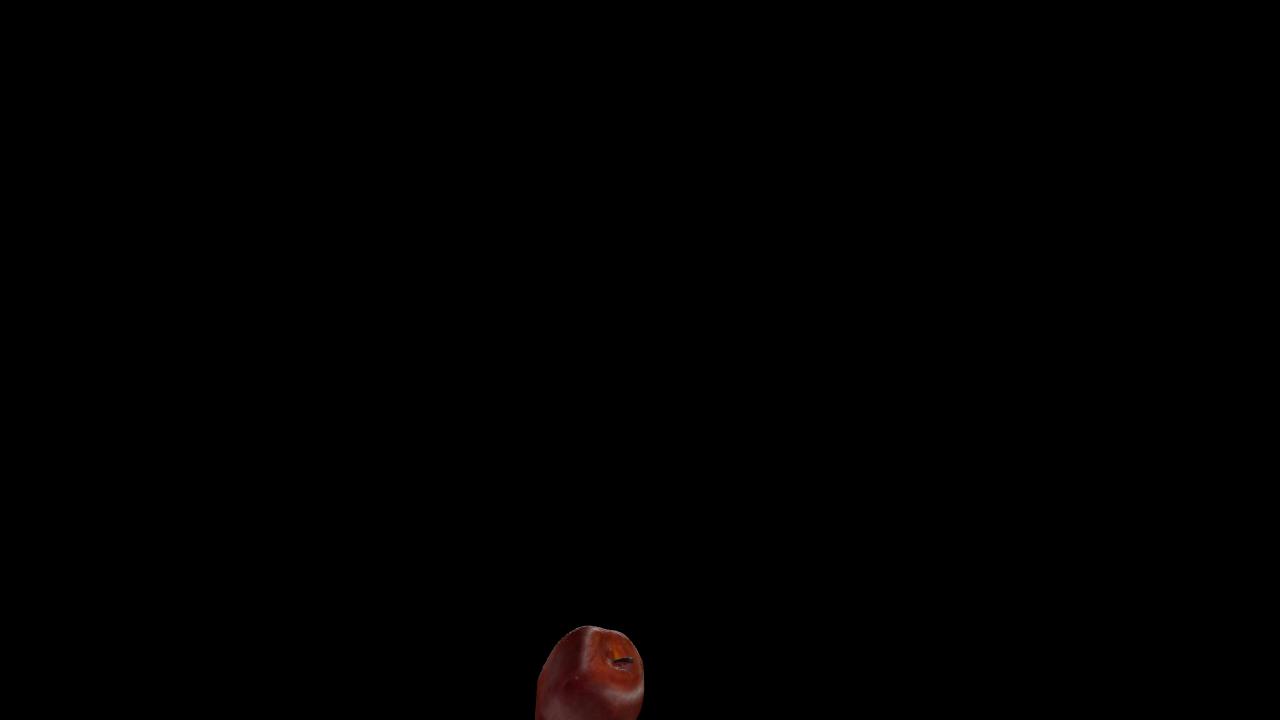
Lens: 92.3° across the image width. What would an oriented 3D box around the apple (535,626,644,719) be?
[{"bbox_3d":[-0.036,0.239,0.443,0.079,0.093,0.079,33,21,-15],"label":"apple"}]
